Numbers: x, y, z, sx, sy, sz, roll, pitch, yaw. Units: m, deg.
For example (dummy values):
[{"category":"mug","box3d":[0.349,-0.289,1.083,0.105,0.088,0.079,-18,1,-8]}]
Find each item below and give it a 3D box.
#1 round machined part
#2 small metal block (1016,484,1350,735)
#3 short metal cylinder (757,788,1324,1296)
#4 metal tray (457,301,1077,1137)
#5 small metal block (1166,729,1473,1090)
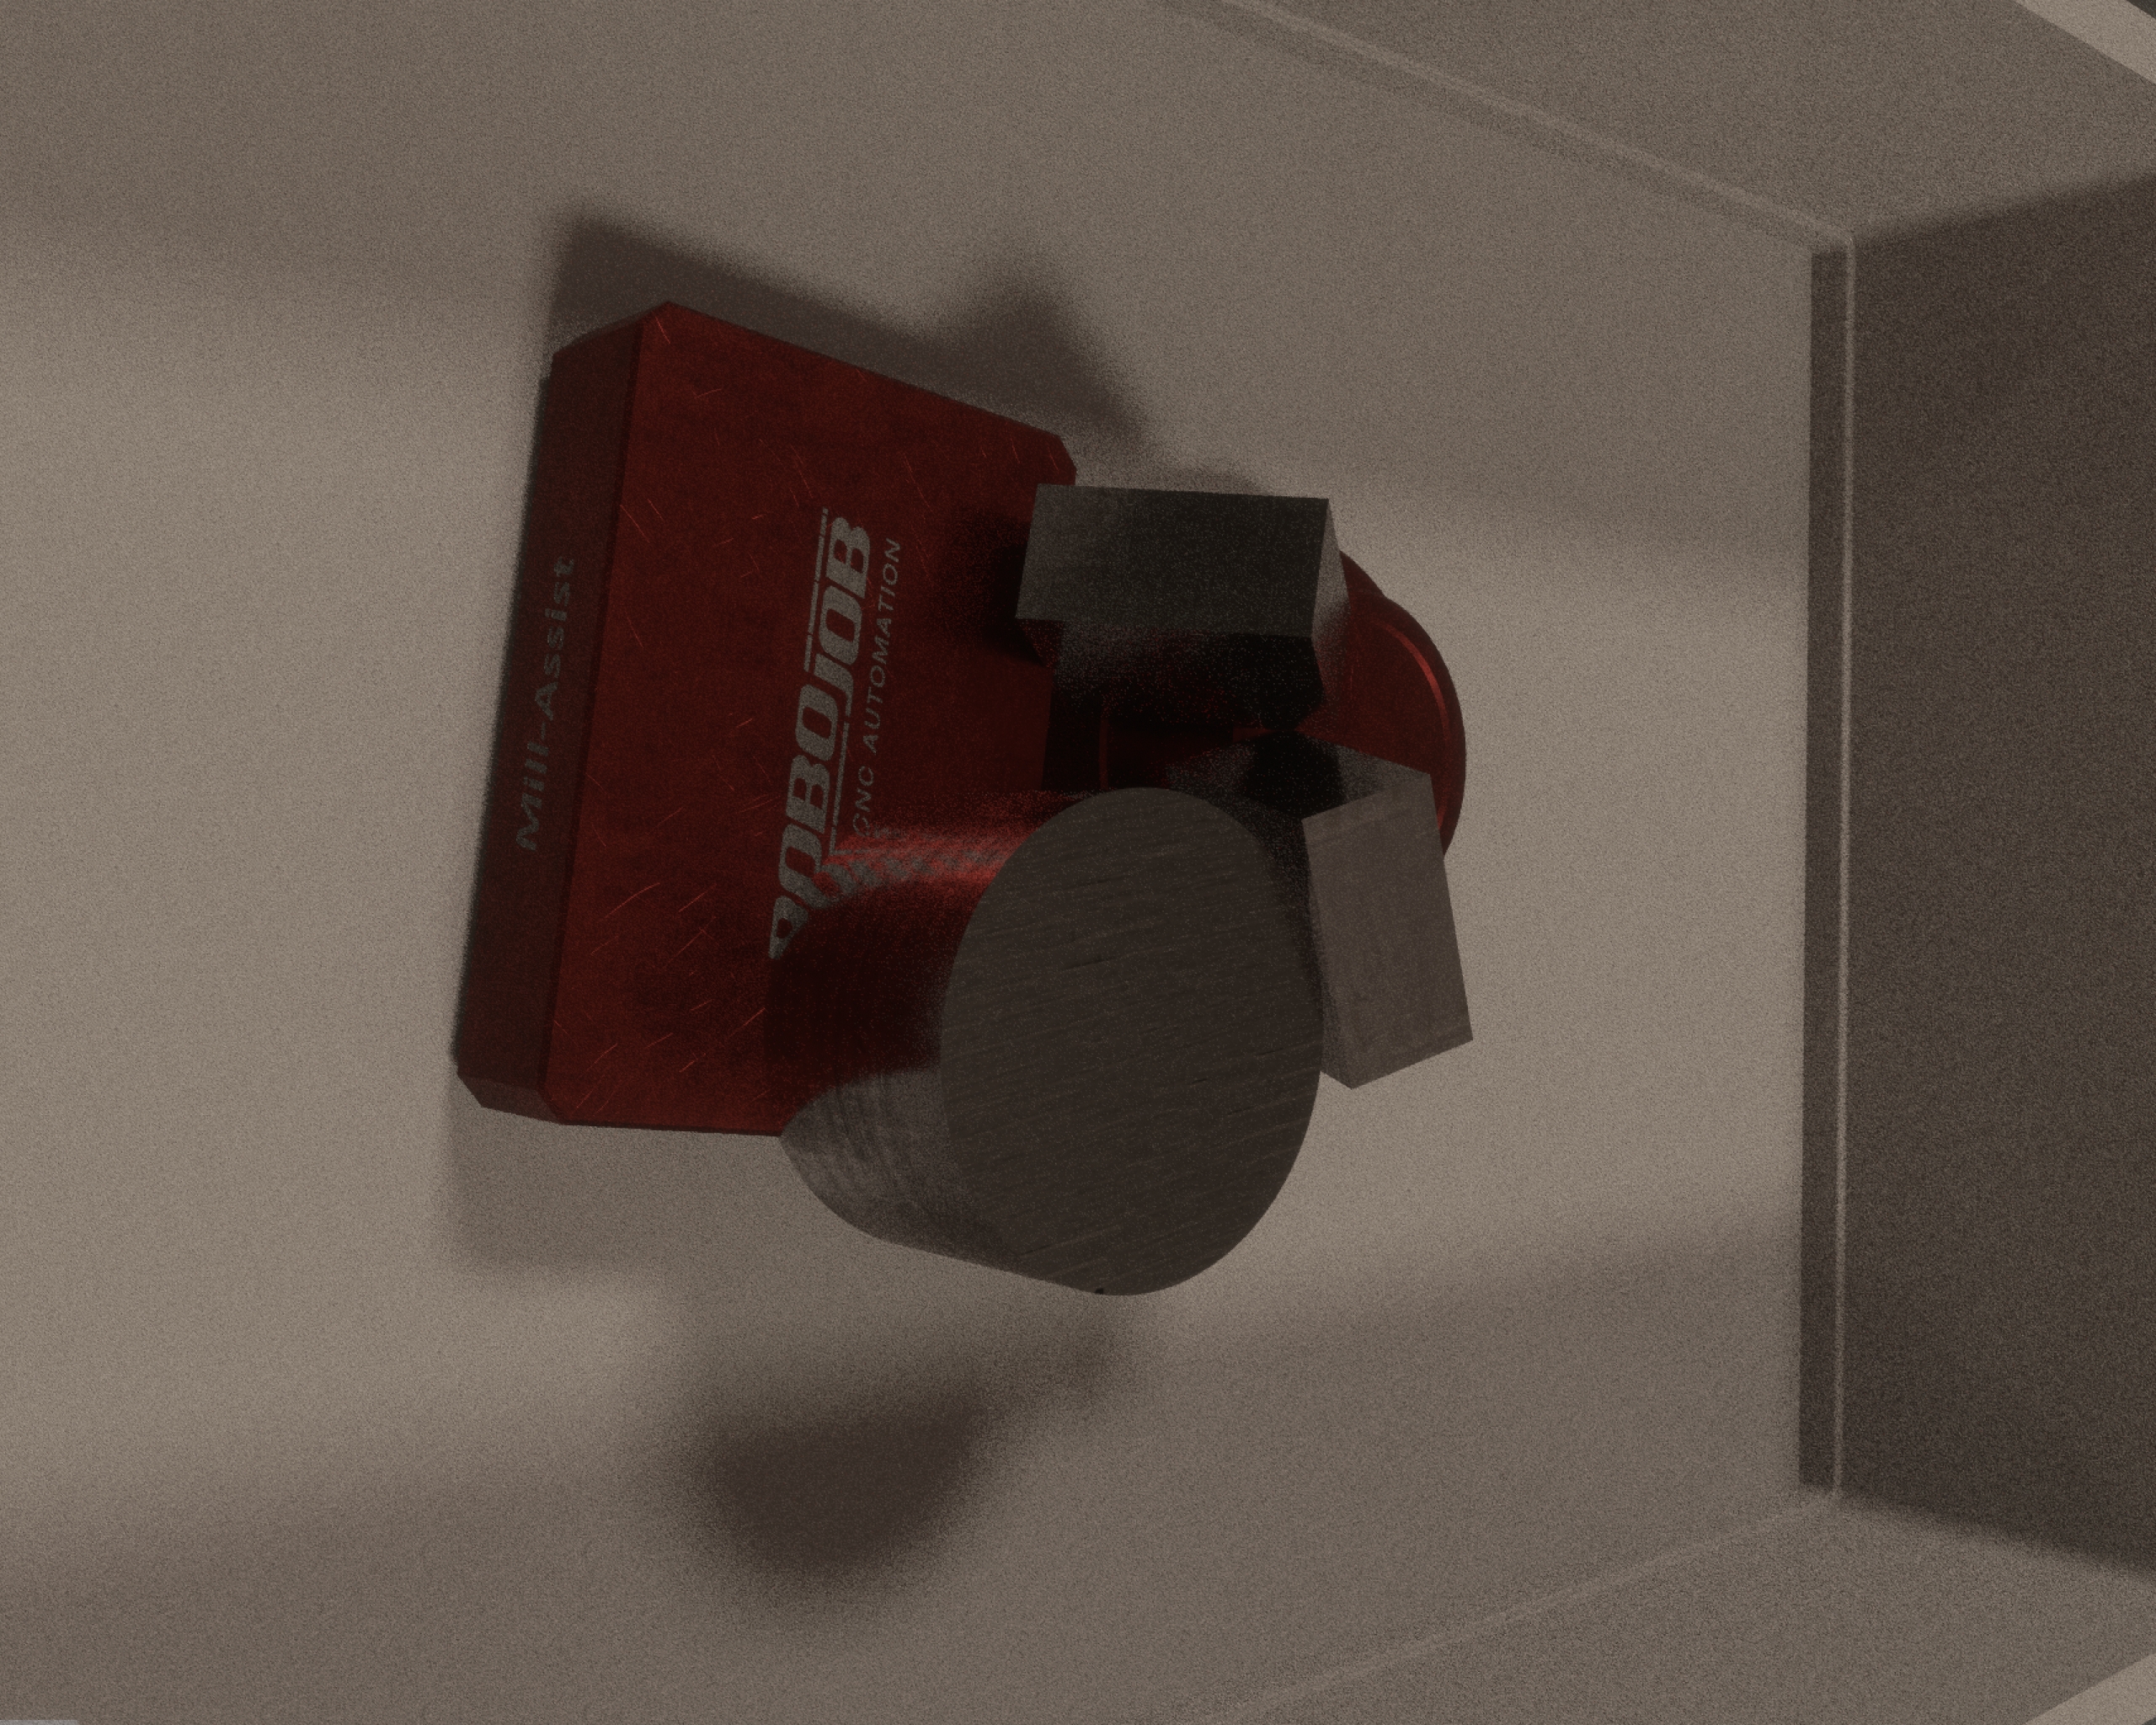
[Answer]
[{"category":"round machined part","box3d":[0.043,-0.021,0.431,0.099,0.042,0.097,0,90,-40]},{"category":"small metal block","box3d":[0.021,-0.045,0.374,0.050,0.050,0.025,54,43,-71]},{"category":"short metal cylinder","box3d":[-0.005,0.028,0.347,0.081,0.050,0.079,0,90,-40]},{"category":"metal tray","box3d":[-0.050,-0.019,0.358,0.091,0.030,0.129,10,84,-40]},{"category":"small metal block","box3d":[0.043,0.007,0.375,0.025,0.050,0.050,-19,110,-20]}]
